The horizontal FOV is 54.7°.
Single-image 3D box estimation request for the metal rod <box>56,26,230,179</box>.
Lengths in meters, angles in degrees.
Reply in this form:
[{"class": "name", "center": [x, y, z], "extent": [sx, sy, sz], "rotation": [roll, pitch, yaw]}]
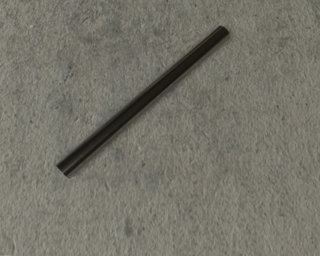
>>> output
[{"class": "metal rod", "center": [-0.014, -0.043, 0.423], "extent": [0.301, 0.025, 0.025], "rotation": [-42, 76, -14]}]
